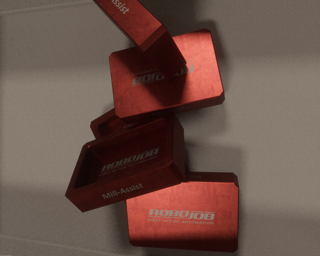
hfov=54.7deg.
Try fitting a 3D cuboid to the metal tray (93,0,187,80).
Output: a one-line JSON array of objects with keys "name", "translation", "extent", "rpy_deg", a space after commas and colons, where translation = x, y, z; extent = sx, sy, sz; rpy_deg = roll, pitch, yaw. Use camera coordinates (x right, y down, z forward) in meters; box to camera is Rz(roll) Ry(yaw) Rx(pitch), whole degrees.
[{"name": "metal tray", "translation": [-0.032, -0.118, 0.343], "extent": [0.030, 0.090, 0.130], "rpy_deg": [-43, 70, 6]}]

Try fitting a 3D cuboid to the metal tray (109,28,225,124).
[{"name": "metal tray", "translation": [0.007, -0.063, 0.384], "extent": [0.131, 0.030, 0.090], "rpy_deg": [-12, 73, 10]}]

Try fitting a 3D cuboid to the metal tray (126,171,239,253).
[{"name": "metal tray", "translation": [0.027, 0.100, 0.375], "extent": [0.131, 0.030, 0.089], "rpy_deg": [0, 105, 10]}]

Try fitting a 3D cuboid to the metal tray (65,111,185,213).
[{"name": "metal tray", "translation": [-0.037, 0.038, 0.357], "extent": [0.130, 0.090, 0.030], "rpy_deg": [-20, 125, 18]}]

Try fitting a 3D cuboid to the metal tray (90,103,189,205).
[{"name": "metal tray", "translation": [-0.027, 0.030, 0.416], "extent": [0.090, 0.030, 0.130], "rpy_deg": [-29, 81, 17]}]
